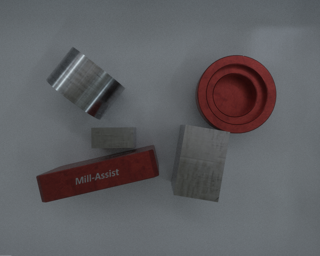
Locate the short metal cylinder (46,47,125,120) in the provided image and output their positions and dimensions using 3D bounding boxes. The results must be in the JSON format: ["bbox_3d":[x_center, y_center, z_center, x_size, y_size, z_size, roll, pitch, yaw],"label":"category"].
[{"bbox_3d":[-0.090,-0.054,0.383,0.080,0.080,0.050,38,90,-1],"label":"short metal cylinder"}]

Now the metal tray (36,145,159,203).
[{"bbox_3d":[-0.068,0.052,0.378,0.131,0.090,0.030,-13,90,-1],"label":"metal tray"}]

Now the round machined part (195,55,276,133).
[{"bbox_3d":[0.095,-0.042,0.404,0.099,0.042,0.097,0,89,-1],"label":"round machined part"}]

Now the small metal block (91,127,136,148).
[{"bbox_3d":[-0.058,0.012,0.398,0.050,0.050,0.025,-1,90,-1],"label":"small metal block"}]

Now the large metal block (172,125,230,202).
[{"bbox_3d":[0.047,0.039,0.385,0.050,0.080,0.080,10,90,0],"label":"large metal block"}]
